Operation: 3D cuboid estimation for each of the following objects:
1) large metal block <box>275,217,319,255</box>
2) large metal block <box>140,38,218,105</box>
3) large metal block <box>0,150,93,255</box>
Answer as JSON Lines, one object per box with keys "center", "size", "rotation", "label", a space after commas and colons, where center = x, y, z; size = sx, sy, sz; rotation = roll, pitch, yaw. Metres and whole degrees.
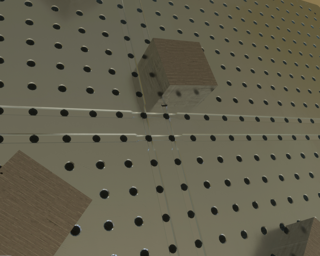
{"center": [0.196, 0.175, 0.390], "size": [0.080, 0.050, 0.080], "rotation": [42, 51, 0], "label": "large metal block"}
{"center": [0.026, -0.081, 0.455], "size": [0.081, 0.050, 0.080], "rotation": [-4, 64, -30], "label": "large metal block"}
{"center": [-0.122, 0.081, 0.277], "size": [0.080, 0.050, 0.080], "rotation": [36, 51, -4], "label": "large metal block"}
